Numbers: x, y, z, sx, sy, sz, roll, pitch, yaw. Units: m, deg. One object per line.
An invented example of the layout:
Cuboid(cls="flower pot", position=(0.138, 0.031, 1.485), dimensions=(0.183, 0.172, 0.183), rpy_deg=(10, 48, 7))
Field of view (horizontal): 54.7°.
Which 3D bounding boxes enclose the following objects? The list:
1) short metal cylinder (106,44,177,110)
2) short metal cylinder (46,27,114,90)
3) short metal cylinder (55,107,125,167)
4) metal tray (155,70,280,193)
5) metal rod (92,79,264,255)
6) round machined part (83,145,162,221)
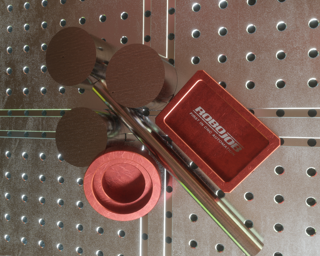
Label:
Cuboid(cls="short metal cylinder", position=(-0.023, -0.065, 0.407), dimensions=(0.080, 0.050, 0.080), rpy_deg=(0, 90, 20))
Cuboid(cls="short metal cylinder", position=(-0.112, -0.096, 0.439), dimensions=(0.080, 0.050, 0.080), rpy_deg=(0, 90, 20))
Cuboid(cls="short metal cylinder", position=(-0.097, 0.012, 0.433), dimensions=(0.080, 0.050, 0.080), rpy_deg=(0, 90, 20))
Cuboid(cls="metal tray", position=(0.069, 0.003, 0.384), dimensions=(0.130, 0.030, 0.090), rpy_deg=(45, 104, 14))
Cuboid(cls="metal rod", position=(0.014, 0.043, 0.408), dimensions=(0.300, 0.025, 0.025), rpy_deg=(46, 104, 14))
Cuboid(cls="round machined part", position=(-0.047, 0.068, 0.409), dimensions=(0.099, 0.042, 0.097), rpy_deg=(0, 105, 1))
